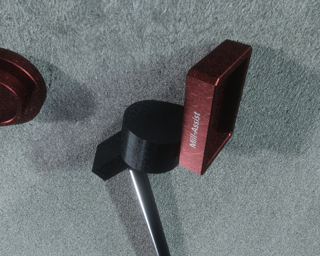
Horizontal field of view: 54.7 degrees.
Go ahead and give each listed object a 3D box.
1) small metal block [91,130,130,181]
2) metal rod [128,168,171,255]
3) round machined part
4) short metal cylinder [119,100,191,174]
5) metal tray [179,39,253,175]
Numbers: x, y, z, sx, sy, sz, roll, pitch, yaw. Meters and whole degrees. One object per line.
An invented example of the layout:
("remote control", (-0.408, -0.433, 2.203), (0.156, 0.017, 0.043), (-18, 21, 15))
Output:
("small metal block", (-0.062, 0.036, 0.421), (0.050, 0.050, 0.025), (-31, 124, 23))
("metal rod", (-0.011, 0.165, 0.547), (0.025, 0.025, 0.298), (-7, 130, 6))
("round machined part", (-0.188, -0.040, 0.360), (0.099, 0.042, 0.097), (0, 130, 0))
("short metal cylinder", (-0.007, 0.009, 0.379), (0.081, 0.080, 0.050), (8, 130, -7))
("metal tray", (0.060, -0.021, 0.346), (0.030, 0.090, 0.129), (24, 135, 24))
